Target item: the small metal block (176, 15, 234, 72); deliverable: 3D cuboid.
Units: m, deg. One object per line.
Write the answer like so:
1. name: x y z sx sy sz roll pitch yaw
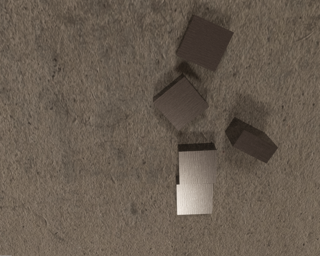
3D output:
1. small metal block: 0.053 -0.102 0.373 0.050 0.025 0.050 21 109 -8

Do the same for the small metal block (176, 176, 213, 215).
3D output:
1. small metal block: 0.049 0.096 0.446 0.050 0.025 0.050 -2 110 0

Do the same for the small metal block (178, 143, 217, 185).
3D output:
1. small metal block: 0.051 0.049 0.429 0.050 0.025 0.050 -3 110 0

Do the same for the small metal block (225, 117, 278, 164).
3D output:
1. small metal block: 0.117 0.015 0.404 0.050 0.050 0.025 26 108 -10

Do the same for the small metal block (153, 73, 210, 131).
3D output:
1. small metal block: 0.027 -0.034 0.398 0.050 0.025 0.050 -39 106 12
